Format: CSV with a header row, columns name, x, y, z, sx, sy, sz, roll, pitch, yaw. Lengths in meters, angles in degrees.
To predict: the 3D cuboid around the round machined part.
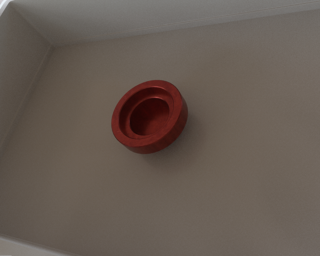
name,x,y,z,sx,sy,sz,roll,pitch,yaw
round machined part,-0.010,-0.011,0.400,0.098,0.042,0.098,-13,56,20
